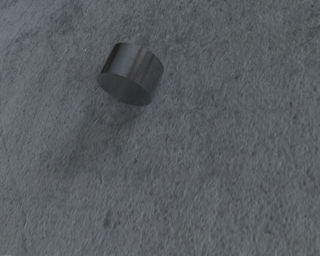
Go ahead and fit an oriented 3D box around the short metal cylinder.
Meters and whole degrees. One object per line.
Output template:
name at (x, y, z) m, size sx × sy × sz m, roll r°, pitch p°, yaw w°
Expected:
short metal cylinder at (-0.041, -0.073, 0.433) m, size 0.080 × 0.080 × 0.050 m, roll 9°, pitch 67°, yaw 32°
